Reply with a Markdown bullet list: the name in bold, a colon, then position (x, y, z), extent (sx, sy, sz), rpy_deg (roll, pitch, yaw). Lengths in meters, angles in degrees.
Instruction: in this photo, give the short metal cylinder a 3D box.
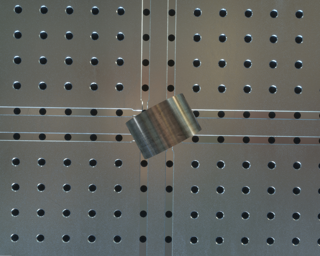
- **short metal cylinder**: position (0.005, -0.002, 0.385), extent (0.080, 0.080, 0.050), rpy_deg (-28, 89, 0)
